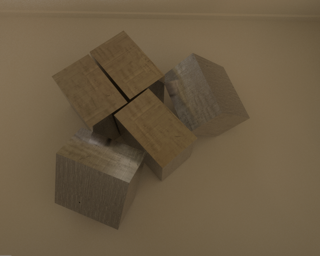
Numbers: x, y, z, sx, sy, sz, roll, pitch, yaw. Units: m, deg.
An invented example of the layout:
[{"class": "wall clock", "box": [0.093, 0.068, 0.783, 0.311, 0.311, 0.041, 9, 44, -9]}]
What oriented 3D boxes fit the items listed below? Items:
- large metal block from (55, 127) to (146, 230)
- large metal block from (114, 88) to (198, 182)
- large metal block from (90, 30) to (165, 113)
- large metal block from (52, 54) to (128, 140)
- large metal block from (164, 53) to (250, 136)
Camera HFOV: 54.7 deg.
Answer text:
[{"class": "large metal block", "box": [-0.068, 0.057, 0.350, 0.080, 0.079, 0.050, 21, 37, 7]}, {"class": "large metal block", "box": [-0.005, 0.012, 0.374, 0.050, 0.080, 0.080, -40, 75, -13]}, {"class": "large metal block", "box": [-0.039, -0.062, 0.401, 0.050, 0.080, 0.080, -37, 75, -12]}, {"class": "large metal block", "box": [-0.081, -0.031, 0.390, 0.050, 0.080, 0.080, -36, 74, -12]}, {"class": "large metal block", "box": [0.058, -0.038, 0.387, 0.050, 0.080, 0.080, -33, 68, 31]}]
